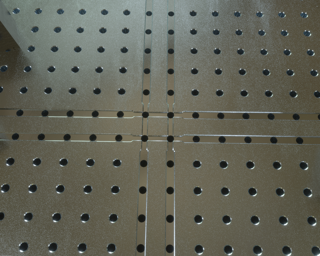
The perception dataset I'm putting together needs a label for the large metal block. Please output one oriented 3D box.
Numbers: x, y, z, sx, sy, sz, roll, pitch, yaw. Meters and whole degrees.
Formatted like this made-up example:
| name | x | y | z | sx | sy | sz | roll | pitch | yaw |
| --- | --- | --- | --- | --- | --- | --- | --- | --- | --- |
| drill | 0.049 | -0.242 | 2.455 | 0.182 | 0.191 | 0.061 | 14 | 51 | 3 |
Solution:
| name | x | y | z | sx | sy | sz | roll | pitch | yaw |
| --- | --- | --- | --- | --- | --- | --- | --- | --- | --- |
| large metal block | -0.258 | -0.147 | 0.435 | 0.080 | 0.080 | 0.050 | -16 | 71 | -6 |
